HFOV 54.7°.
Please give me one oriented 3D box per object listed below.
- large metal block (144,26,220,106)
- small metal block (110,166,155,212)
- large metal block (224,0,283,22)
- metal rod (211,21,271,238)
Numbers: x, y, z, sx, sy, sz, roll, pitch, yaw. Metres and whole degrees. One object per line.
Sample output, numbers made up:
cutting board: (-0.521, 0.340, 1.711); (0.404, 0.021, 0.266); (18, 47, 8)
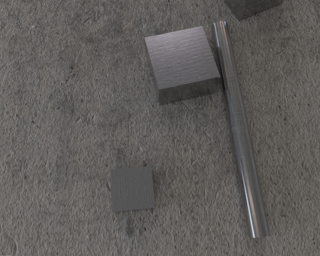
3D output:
large metal block: (0.028, -0.085, 0.426); (0.081, 0.050, 0.080); (-13, 71, -5)
small metal block: (-0.033, 0.076, 0.380); (0.050, 0.025, 0.050); (-5, 70, -2)
large metal block: (0.141, -0.224, 0.478); (0.080, 0.050, 0.080); (-24, 72, -9)
metal rod: (0.103, -0.012, 0.413); (0.025, 0.025, 0.299); (-5, 70, -2)
